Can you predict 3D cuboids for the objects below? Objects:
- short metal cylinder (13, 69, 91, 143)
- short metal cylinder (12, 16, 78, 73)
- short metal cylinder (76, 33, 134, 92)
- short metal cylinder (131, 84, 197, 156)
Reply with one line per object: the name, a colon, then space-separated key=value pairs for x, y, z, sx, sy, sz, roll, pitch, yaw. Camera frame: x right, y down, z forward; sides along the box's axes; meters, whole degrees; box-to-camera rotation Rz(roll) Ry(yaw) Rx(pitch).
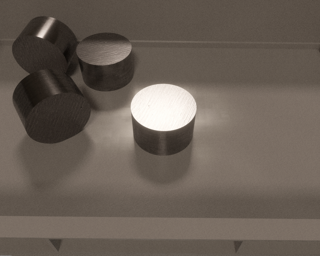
short metal cylinder: x=-0.135 y=-0.027 z=0.390 sx=0.081 sy=0.080 sz=0.050 roll=-26 pitch=55 yaw=-21
short metal cylinder: x=-0.171 y=-0.119 z=0.467 sx=0.080 sy=0.080 sz=0.050 roll=6 pitch=50 yaw=5
short metal cylinder: x=-0.082 y=-0.101 z=0.473 sx=0.081 sy=0.050 sz=0.080 roll=0 pitch=50 yaw=0
short metal cylinder: x=0.004 y=-0.011 z=0.398 sx=0.081 sy=0.050 sz=0.080 roll=0 pitch=50 yaw=0
